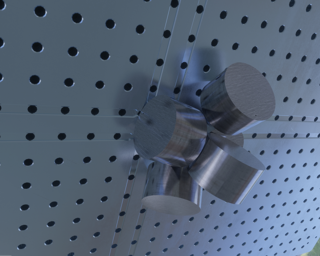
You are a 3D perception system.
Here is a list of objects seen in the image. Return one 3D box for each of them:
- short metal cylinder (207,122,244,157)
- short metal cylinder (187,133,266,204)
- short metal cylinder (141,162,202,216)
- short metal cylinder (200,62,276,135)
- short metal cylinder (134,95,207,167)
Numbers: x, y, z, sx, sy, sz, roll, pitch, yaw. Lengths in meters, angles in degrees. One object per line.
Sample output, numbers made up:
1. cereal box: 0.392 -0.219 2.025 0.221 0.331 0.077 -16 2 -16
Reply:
1. short metal cylinder: 0.072 0.020 0.445 0.081 0.050 0.079 -13 123 -21
2. short metal cylinder: 0.081 0.048 0.384 0.081 0.080 0.050 19 108 -36
3. short metal cylinder: 0.018 0.084 0.430 0.080 0.050 0.080 8 149 5
4. short metal cylinder: 0.100 -0.036 0.398 0.081 0.080 0.050 2 157 -29
5. short metal cylinder: 0.011 0.005 0.384 0.050 0.080 0.080 20 107 -36
